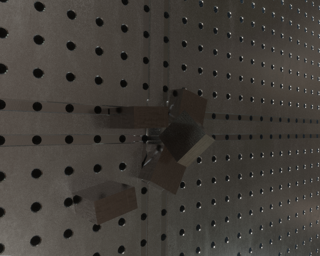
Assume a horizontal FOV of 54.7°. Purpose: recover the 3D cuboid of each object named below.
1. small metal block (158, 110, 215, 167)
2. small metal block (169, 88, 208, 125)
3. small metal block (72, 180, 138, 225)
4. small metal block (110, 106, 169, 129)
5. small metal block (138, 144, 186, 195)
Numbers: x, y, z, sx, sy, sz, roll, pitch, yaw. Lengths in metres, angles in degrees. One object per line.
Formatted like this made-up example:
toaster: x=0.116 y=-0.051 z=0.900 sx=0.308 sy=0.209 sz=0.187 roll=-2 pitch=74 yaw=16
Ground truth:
small metal block: x=0.034 y=0.013 z=0.399 sx=0.050 sy=0.050 sz=0.025 roll=-46 pitch=140 yaw=11
small metal block: x=0.038 y=-0.024 z=0.443 sx=0.050 sy=0.025 sz=0.050 roll=20 pitch=78 yaw=-39
small metal block: x=-0.061 y=0.081 z=0.343 sx=0.050 sy=0.050 sz=0.025 roll=-13 pitch=99 yaw=-40
small metal block: x=-0.025 y=-0.013 z=0.373 sx=0.050 sy=0.050 sz=0.025 roll=-3 pitch=92 yaw=-40
small metal block: x=0.005 y=0.056 z=0.416 sx=0.050 sy=0.025 sz=0.050 roll=36 pitch=68 yaw=-34
